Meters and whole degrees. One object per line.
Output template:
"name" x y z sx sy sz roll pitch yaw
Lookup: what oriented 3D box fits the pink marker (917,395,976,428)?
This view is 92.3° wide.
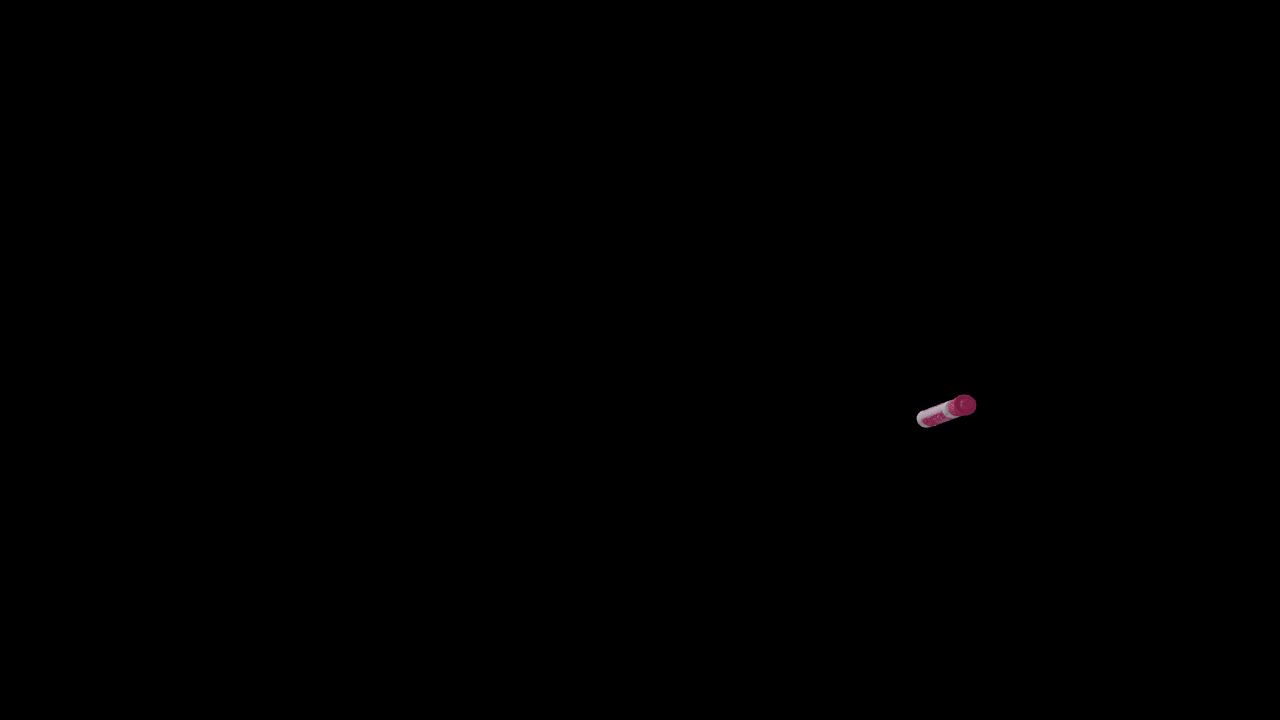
"pink marker" 0.298 0.051 0.601 0.020 0.020 0.121 0 -12 8
